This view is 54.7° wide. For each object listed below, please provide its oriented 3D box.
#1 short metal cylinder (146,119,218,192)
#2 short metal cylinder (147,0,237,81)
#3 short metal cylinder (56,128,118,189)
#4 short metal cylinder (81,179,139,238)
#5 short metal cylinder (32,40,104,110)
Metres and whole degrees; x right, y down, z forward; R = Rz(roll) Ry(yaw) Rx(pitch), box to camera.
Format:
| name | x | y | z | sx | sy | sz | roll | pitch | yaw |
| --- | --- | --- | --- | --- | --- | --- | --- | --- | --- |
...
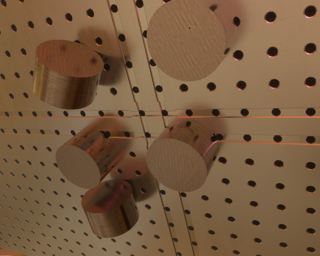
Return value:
| name | x | y | z | sx | sy | sz | roll | pitch | yaw |
| --- | --- | --- | --- | --- | --- | --- | --- | --- | --- |
| short metal cylinder | 0.029 | 0.035 | 0.400 | 0.080 | 0.050 | 0.079 | 13 | 124 | 20 |
| short metal cylinder | 0.034 | -0.094 | 0.318 | 0.080 | 0.050 | 0.079 | 13 | 124 | 20 |
| short metal cylinder | -0.113 | 0.047 | 0.482 | 0.080 | 0.050 | 0.079 | 13 | 124 | 20 |
| short metal cylinder | -0.078 | 0.126 | 0.493 | 0.080 | 0.080 | 0.050 | 1 | 119 | 27 |
| short metal cylinder | -0.117 | -0.069 | 0.393 | 0.080 | 0.080 | 0.050 | 32 | 128 | 7 |
